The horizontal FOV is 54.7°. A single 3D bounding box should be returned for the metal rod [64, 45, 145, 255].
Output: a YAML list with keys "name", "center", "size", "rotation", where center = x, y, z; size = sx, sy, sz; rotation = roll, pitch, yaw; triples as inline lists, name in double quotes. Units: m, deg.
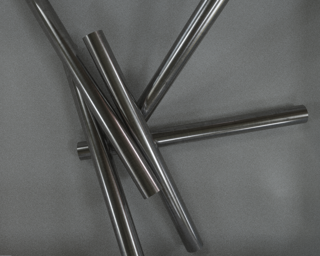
- name: "metal rod"
  center: [-0.073, 0.032, 0.382]
  size: [0.025, 0.025, 0.299]
  rotation: [-20, 79, 0]

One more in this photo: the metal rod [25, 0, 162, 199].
- name: "metal rod"
  center: [-0.086, -0.050, 0.376]
  size: [0.025, 0.025, 0.299]
  rotation: [-32, 85, 0]

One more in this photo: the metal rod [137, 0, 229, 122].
- name: "metal rod"
  center: [0.040, -0.109, 0.340]
  size: [0.025, 0.025, 0.298]
  rotation: [35, 119, -1]

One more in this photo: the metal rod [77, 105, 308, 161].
- name: "metal rod"
  center: [0.043, 0.006, 0.412]
  size: [0.302, 0.025, 0.025]
  rotation: [-10, 90, -1]

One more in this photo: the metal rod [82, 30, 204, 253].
- name: "metal rod"
  center: [-0.016, 0.025, 0.386]
  size: [0.025, 0.025, 0.299]
  rotation: [-25, 100, 0]
